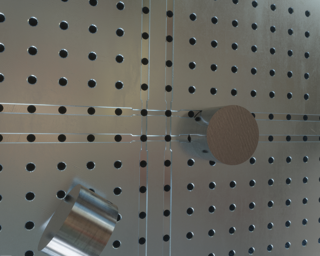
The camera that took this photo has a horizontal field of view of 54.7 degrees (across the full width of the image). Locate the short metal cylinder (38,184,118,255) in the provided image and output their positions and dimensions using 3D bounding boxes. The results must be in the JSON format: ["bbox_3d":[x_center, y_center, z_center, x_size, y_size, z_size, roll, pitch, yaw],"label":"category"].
[{"bbox_3d":[-0.092,0.111,0.350,0.050,0.080,0.080,36,79,-17],"label":"short metal cylinder"}]

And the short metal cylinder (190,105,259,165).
[{"bbox_3d":[0.089,0.009,0.432,0.081,0.050,0.079,0,90,-20],"label":"short metal cylinder"}]
